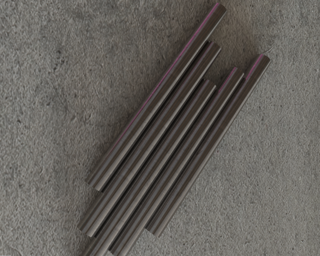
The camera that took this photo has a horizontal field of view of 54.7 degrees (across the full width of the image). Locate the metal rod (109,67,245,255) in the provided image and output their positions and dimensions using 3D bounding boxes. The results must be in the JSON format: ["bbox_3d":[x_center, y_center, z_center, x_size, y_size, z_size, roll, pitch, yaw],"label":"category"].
[{"bbox_3d":[0.029,0.039,0.422,0.025,0.025,0.300,38,78,-16],"label":"metal rod"}]

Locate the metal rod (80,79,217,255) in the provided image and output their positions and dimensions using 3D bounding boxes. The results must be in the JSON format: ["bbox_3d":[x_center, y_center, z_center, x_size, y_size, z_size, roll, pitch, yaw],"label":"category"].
[{"bbox_3d":[-0.014,0.059,0.406,0.025,0.025,0.300,38,78,-16],"label":"metal rod"}]

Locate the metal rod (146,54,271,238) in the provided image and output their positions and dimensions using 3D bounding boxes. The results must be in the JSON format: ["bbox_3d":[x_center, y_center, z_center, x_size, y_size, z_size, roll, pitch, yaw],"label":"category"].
[{"bbox_3d":[0.073,0.017,0.438,0.025,0.025,0.300,38,78,-16],"label":"metal rod"}]

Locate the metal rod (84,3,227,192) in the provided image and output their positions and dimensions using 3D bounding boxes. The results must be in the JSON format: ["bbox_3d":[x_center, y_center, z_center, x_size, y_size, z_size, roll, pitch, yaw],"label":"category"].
[{"bbox_3d":[0.001,-0.049,0.412,0.025,0.025,0.300,38,78,-16],"label":"metal rod"}]

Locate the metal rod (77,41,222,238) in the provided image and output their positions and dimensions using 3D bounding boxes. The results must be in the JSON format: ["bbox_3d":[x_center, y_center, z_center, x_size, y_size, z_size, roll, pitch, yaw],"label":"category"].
[{"bbox_3d":[-0.007,0.006,0.409,0.025,0.025,0.300,38,78,-16],"label":"metal rod"}]
